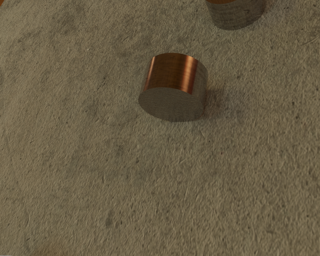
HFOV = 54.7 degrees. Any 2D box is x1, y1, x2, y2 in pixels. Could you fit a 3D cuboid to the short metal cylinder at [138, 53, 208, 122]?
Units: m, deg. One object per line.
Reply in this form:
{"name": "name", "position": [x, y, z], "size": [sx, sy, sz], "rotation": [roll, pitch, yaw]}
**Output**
{"name": "short metal cylinder", "position": [0.018, -0.049, 0.389], "size": [0.080, 0.080, 0.050], "rotation": [-2, 61, 27]}

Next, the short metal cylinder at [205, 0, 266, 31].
{"name": "short metal cylinder", "position": [0.107, -0.189, 0.447], "size": [0.080, 0.050, 0.080], "rotation": [-13, 56, 21]}
